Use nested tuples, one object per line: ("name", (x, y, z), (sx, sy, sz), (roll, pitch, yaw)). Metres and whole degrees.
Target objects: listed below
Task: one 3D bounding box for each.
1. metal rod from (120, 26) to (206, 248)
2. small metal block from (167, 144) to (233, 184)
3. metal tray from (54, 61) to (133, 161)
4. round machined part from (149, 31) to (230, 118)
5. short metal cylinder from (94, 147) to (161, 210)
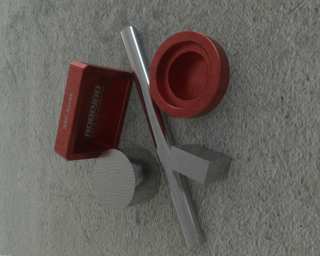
("metal rod", (-0.001, 0.001, 0.406), (0.025, 0.025, 0.299), (-28, 73, 36))
("small metal block", (0.045, 0.038, 0.348), (0.050, 0.050, 0.025), (21, 104, 37))
("metal tray", (-0.091, -0.022, 0.437), (0.030, 0.091, 0.129), (23, 105, 37))
("round machined part", (0.037, -0.060, 0.363), (0.098, 0.042, 0.097), (0, 90, 39))
("short metal cylinder", (-0.045, 0.067, 0.425), (0.080, 0.050, 0.079), (0, 90, 39))
